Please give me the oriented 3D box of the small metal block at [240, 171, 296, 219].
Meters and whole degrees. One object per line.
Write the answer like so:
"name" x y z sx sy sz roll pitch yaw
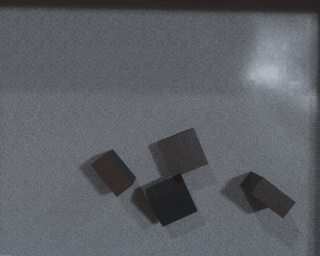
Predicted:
"small metal block" 0.138 0.085 0.401 0.050 0.050 0.025 38 90 -1

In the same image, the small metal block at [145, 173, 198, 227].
"small metal block" 0.015 0.094 0.400 0.050 0.025 0.050 -24 122 0

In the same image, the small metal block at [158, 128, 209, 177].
"small metal block" 0.030 0.033 0.412 0.050 0.025 0.050 -22 90 -1

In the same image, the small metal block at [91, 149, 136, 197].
"small metal block" -0.058 0.056 0.398 0.025 0.050 0.050 -39 91 0
